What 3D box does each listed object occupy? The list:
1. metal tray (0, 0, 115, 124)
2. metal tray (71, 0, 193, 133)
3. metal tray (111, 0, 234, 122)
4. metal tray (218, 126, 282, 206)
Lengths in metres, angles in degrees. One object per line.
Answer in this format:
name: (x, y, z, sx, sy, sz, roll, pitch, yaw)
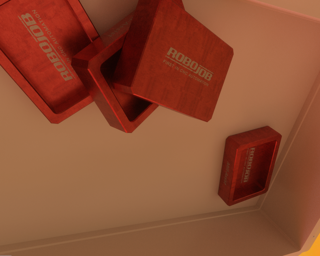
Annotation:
metal tray: (-0.105, -0.077, 0.301, 0.090, 0.030, 0.130, -34, 129, -6)
metal tray: (-0.016, -0.069, 0.325, 0.130, 0.030, 0.090, -46, 133, -23)
metal tray: (0.020, -0.064, 0.321, 0.131, 0.030, 0.090, 16, 93, -48)
metal tray: (0.152, 0.066, 0.532, 0.091, 0.030, 0.129, -13, 124, -22)
